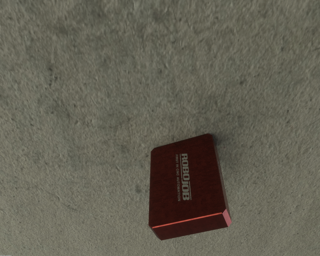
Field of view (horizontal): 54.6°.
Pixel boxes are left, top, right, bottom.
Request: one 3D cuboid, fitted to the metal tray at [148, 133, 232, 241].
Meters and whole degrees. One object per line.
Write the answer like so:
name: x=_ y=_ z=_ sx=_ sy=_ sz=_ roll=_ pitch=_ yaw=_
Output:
metal tray: x=0.034 y=0.070 z=0.398 sx=0.090 sy=0.130 sz=0.030 roll=-16 pitch=128 yaw=13
